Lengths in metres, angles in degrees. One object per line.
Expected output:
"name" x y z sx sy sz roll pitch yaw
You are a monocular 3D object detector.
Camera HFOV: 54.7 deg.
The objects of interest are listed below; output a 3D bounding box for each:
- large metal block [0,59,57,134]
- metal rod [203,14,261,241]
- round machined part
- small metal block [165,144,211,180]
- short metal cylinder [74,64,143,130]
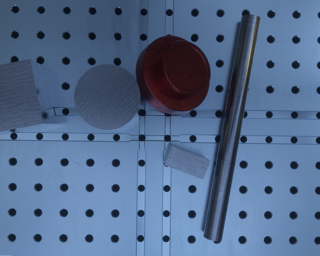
"large metal block" -0.189 -0.037 0.398 0.080 0.050 0.080 -11 90 -1
"metal rod" 0.096 0.000 0.414 0.025 0.025 0.298 10 90 -1
"round machined part" 0.023 -0.069 0.384 0.099 0.042 0.097 6 78 -29
"small metal block" 0.034 0.042 0.401 0.050 0.050 0.025 21 90 -1
"short metal cylinder" -0.063 -0.038 0.399 0.081 0.050 0.079 0 91 0
